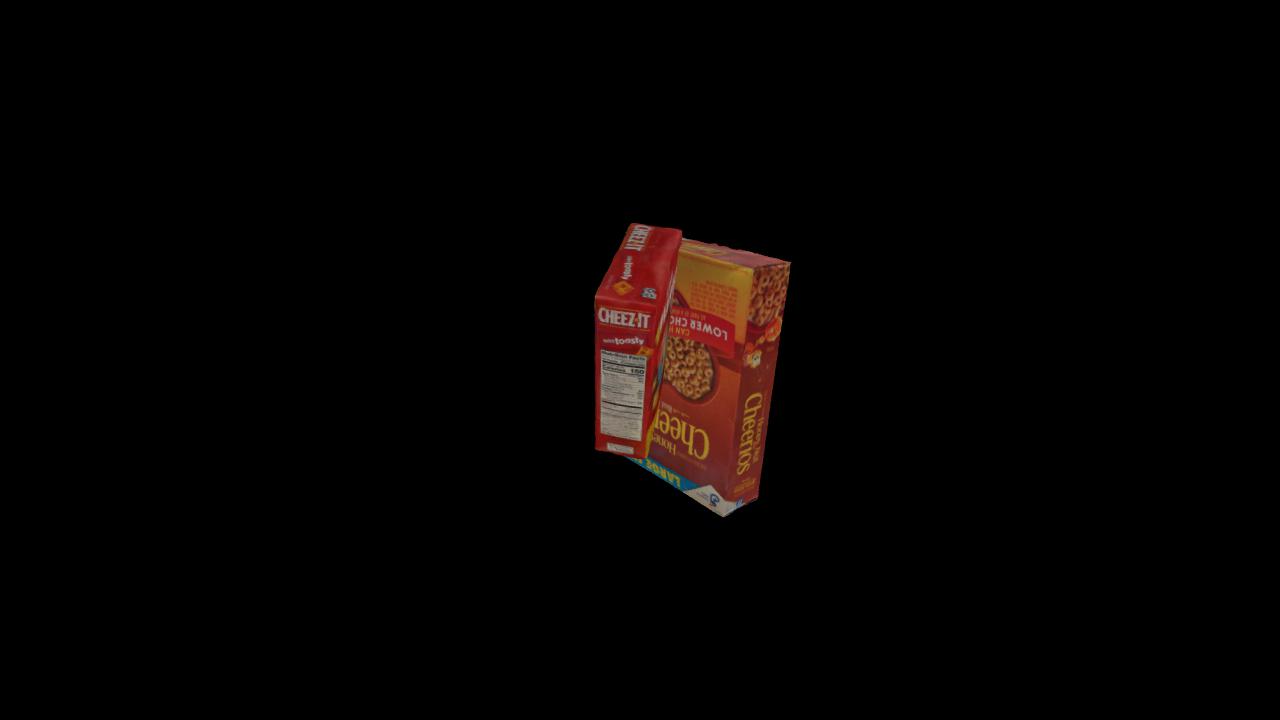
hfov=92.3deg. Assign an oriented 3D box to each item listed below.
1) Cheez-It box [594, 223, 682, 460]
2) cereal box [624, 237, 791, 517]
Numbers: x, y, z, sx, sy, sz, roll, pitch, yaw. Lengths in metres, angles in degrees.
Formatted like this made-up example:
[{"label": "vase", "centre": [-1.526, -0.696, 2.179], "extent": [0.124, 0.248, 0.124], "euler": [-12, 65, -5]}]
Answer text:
[{"label": "Cheez-It box", "centre": [-0.003, -0.021, 0.713], "extent": [0.071, 0.223, 0.166], "euler": [9, 40, 6]}, {"label": "cereal box", "centre": [0.064, 0.012, 0.757], "extent": [0.081, 0.306, 0.203], "euler": [-14, 27, -40]}]
